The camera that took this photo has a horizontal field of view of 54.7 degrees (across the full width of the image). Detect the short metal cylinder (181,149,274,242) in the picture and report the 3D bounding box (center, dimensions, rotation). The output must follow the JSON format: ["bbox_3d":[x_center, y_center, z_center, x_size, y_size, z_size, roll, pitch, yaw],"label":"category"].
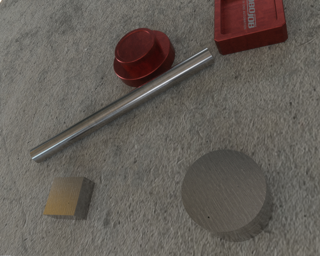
[{"bbox_3d":[0.068,0.068,0.310,0.080,0.050,0.080,-13,56,20],"label":"short metal cylinder"}]

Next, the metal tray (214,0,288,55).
[{"bbox_3d":[0.125,-0.170,0.438,0.090,0.030,0.130,-8,58,23],"label":"metal tray"}]

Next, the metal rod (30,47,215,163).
[{"bbox_3d":[-0.060,-0.029,0.451,0.301,0.025,0.025,-29,52,9],"label":"metal rod"}]

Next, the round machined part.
[{"bbox_3d":[-0.030,-0.115,0.478,0.098,0.042,0.098,-13,56,20],"label":"round machined part"}]

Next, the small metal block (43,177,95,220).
[{"bbox_3d":[-0.119,0.092,0.408,0.050,0.025,0.050,-6,59,25],"label":"small metal block"}]
